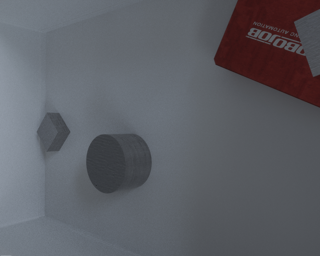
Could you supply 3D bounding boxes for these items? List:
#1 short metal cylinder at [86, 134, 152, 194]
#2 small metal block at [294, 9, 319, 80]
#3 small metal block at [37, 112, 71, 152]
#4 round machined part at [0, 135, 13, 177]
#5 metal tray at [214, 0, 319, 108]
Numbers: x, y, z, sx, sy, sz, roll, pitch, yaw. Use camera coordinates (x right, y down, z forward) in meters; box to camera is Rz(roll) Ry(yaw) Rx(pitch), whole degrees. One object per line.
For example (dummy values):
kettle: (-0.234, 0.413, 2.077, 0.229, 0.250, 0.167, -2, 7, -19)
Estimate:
short metal cylinder: (-0.058, 0.048, 0.436, 0.080, 0.050, 0.079, 0, 90, 39)
small metal block: (0.144, -0.072, 0.248, 0.050, 0.025, 0.050, -22, 77, 37)
small metal block: (-0.195, 0.007, 0.564, 0.050, 0.025, 0.050, -52, 60, 27)
round machined part: (-0.378, 0.065, 0.705, 0.098, 0.042, 0.097, 0, 90, 39)
metal tray: (0.126, -0.082, 0.299, 0.130, 0.030, 0.089, 33, 110, 35)
